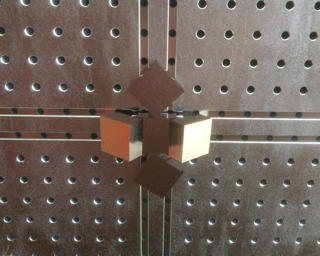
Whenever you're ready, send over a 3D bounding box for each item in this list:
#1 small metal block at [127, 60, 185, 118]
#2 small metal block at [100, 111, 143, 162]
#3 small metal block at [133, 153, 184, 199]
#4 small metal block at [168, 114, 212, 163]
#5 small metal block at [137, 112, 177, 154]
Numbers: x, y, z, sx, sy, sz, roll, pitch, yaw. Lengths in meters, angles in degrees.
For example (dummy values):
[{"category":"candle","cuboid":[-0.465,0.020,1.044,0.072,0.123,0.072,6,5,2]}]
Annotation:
[{"category":"small metal block","cuboid":[-0.005,-0.050,0.395,0.050,0.025,0.050,-42,104,13]},{"category":"small metal block","cuboid":[-0.050,0.010,0.403,0.050,0.025,0.050,17,115,33]},{"category":"small metal block","cuboid":[-0.002,0.063,0.436,0.050,0.025,0.050,33,107,-10]},{"category":"small metal block","cuboid":[0.039,0.012,0.403,0.050,0.025,0.050,-14,116,-39]},{"category":"small metal block","cuboid":[-0.004,0.006,0.415,0.050,0.025,0.050,1,109,-1]}]
